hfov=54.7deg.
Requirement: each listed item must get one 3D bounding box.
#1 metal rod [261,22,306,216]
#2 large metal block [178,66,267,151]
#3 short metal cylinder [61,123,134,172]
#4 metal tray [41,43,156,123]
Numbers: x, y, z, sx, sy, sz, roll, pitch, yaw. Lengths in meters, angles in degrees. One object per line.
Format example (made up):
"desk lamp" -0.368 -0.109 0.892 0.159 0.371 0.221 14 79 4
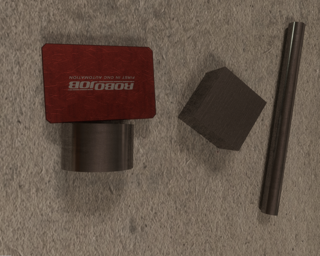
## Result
"metal rod" 0.192 -0.016 0.481 0.025 0.025 0.298 11 86 -20
"large metal block" 0.086 -0.025 0.429 0.080 0.050 0.080 36 78 -17
"short metal cylinder" -0.071 0.020 0.354 0.081 0.080 0.050 1 90 -20
"metal tray" -0.073 -0.053 0.380 0.131 0.030 0.089 -4 91 -20
